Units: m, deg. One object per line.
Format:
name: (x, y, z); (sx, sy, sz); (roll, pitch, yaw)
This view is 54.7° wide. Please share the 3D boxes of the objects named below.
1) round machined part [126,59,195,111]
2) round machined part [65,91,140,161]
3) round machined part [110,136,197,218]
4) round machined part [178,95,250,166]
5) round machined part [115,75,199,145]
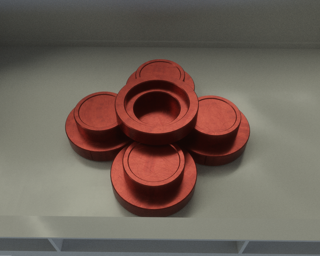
round machined part: (0.000, -0.061, 0.441); (0.099, 0.042, 0.098); (0, 50, 0)
round machined part: (-0.072, -0.009, 0.398); (0.099, 0.042, 0.098); (0, 50, 0)
round machined part: (-0.007, 0.048, 0.351); (0.099, 0.042, 0.098); (1, 48, -1)
round machined part: (0.065, -0.004, 0.394); (0.099, 0.042, 0.098); (0, 50, 0)
round machined part: (-0.003, -0.017, 0.379); (0.099, 0.042, 0.098); (0, 50, 0)
